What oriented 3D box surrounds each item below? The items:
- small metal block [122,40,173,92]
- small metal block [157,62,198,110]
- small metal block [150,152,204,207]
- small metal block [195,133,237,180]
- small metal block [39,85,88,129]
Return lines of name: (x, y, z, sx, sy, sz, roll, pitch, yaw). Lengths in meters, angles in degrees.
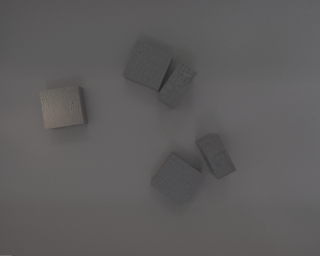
small metal block: (-0.016, -0.081, 0.411, 0.050, 0.025, 0.050, 22, 90, 0)
small metal block: (0.021, -0.053, 0.399, 0.025, 0.050, 0.050, 34, 90, 0)
small metal block: (0.022, 0.067, 0.411, 0.050, 0.025, 0.050, 35, 90, 0)
small metal block: (0.070, 0.035, 0.399, 0.025, 0.050, 0.050, -27, 90, 0)
small metal block: (-0.127, -0.027, 0.410, 0.050, 0.025, 0.050, -9, 90, 0)
